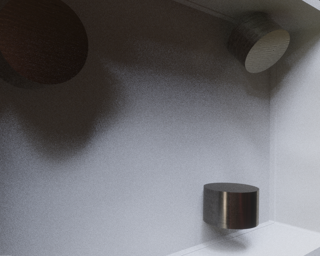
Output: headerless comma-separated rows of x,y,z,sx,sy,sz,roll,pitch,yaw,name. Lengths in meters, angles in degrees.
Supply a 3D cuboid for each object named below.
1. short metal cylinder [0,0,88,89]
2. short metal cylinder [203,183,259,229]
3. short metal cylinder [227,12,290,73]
-0.116,-0.079,0.293,0.081,0.050,0.080,0,90,-40,short metal cylinder
0.105,0.113,0.459,0.081,0.080,0.050,2,89,-40,short metal cylinder
0.156,-0.135,0.493,0.081,0.080,0.050,3,44,-40,short metal cylinder
